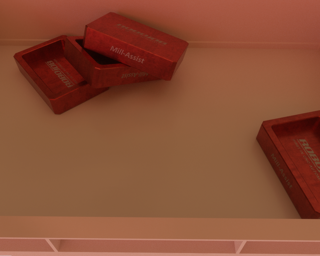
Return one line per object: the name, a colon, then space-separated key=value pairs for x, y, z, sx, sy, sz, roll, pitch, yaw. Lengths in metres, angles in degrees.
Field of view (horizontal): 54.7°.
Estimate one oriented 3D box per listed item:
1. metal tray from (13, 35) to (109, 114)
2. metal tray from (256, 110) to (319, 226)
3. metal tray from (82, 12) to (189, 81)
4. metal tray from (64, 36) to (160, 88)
metal tray: x=-0.150 y=-0.086 z=0.471 sx=0.091 sy=0.030 sz=0.130 roll=-32 pitch=57 yaw=-24
metal tray: x=0.186 y=0.041 z=0.369 sx=0.091 sy=0.030 sz=0.130 roll=-11 pitch=51 yaw=-9
metal tray: x=-0.031 y=-0.120 z=0.445 sx=0.131 sy=0.030 sz=0.090 roll=23 pitch=35 yaw=3
metal tray: x=-0.061 y=-0.102 z=0.458 sx=0.131 sy=0.030 sz=0.090 roll=-15 pitch=49 yaw=-40
